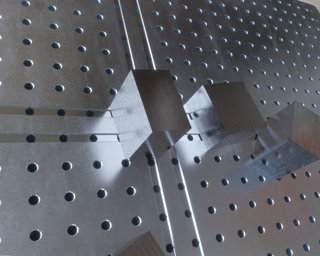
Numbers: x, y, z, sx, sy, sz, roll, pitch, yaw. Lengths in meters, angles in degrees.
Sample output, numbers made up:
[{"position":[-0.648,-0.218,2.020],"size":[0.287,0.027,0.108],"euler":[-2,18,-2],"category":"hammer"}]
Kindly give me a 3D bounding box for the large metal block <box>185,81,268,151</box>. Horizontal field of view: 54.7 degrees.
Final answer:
[{"position":[0.097,-0.020,0.459],"size":[0.081,0.050,0.080],"euler":[-10,67,-33],"category":"large metal block"}]

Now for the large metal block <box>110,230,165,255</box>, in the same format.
[{"position":[-0.027,0.156,0.284],"size":[0.081,0.050,0.080],"euler":[-27,77,-37],"category":"large metal block"}]

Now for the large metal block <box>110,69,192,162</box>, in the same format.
[{"position":[-0.015,-0.014,0.375],"size":[0.050,0.080,0.080],"euler":[-5,65,-31],"category":"large metal block"}]

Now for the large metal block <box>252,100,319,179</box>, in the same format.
[{"position":[0.191,0.019,0.467],"size":[0.050,0.080,0.080],"euler":[32,51,-8],"category":"large metal block"}]
